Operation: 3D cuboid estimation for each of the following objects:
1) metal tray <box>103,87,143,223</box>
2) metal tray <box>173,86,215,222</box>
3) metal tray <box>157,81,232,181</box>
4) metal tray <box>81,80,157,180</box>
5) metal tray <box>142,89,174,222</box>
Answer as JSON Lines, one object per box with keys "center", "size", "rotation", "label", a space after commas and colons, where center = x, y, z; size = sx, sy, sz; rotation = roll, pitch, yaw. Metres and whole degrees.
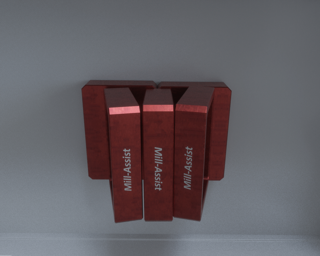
{"center": [-0.042, 0.027, 0.349], "size": [0.030, 0.090, 0.129], "rotation": [-4, 111, -12], "label": "metal tray"}
{"center": [0.039, 0.025, 0.350], "size": [0.030, 0.090, 0.129], "rotation": [5, 111, 13], "label": "metal tray"}
{"center": [0.041, 0.006, 0.409], "size": [0.091, 0.030, 0.129], "rotation": [0, 110, -1], "label": "metal tray"}
{"center": [-0.050, 0.004, 0.407], "size": [0.091, 0.030, 0.129], "rotation": [0, 110, -1], "label": "metal tray"}
{"center": [-0.002, 0.027, 0.351], "size": [0.030, 0.090, 0.129], "rotation": [0, 108, 0], "label": "metal tray"}
